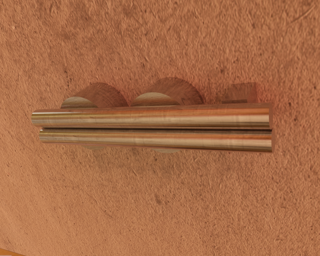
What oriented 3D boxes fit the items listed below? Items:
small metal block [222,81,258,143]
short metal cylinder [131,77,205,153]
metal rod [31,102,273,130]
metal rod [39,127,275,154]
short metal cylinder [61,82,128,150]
[{"bbox_3d":[0.090,-0.017,0.336,0.025,0.050,0.050,-2,117,29],"label":"small metal block"},{"bbox_3d":[0.010,-0.016,0.378,0.080,0.050,0.079,13,124,21],"label":"short metal cylinder"},{"bbox_3d":[-0.032,-0.012,0.352,0.300,0.025,0.025,0,119,28],"label":"metal rod"},{"bbox_3d":[-0.026,0.011,0.363,0.300,0.025,0.025,0,119,28],"label":"metal rod"},{"bbox_3d":[-0.089,-0.017,0.427,0.080,0.050,0.079,13,124,21],"label":"short metal cylinder"}]
